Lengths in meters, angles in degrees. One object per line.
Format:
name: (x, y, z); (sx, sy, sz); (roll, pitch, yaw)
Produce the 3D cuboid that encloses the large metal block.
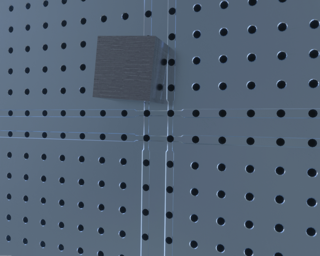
large metal block: (-0.038, -0.076, 0.413); (0.080, 0.050, 0.080); (6, 92, 20)
